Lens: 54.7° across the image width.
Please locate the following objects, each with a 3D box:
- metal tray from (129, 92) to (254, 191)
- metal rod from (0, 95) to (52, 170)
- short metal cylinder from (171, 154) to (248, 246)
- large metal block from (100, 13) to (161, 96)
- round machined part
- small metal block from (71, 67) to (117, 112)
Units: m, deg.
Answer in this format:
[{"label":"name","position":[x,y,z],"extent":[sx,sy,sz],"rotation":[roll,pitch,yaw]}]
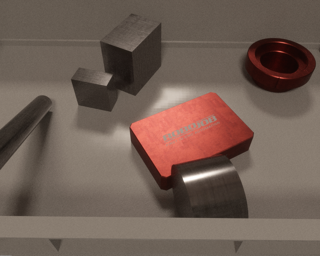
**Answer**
[{"label":"metal tray","position":[0.039,0.012,0.393],"extent":[0.131,0.030,0.090],"rotation":[-23,54,-19]},{"label":"metal rod","position":[-0.150,0.017,0.294],"extent":[0.025,0.025,0.300],"rotation":[-4,20,-4]},{"label":"short metal cylinder","position":[0.046,0.070,0.311],"extent":[0.050,0.080,0.080],"rotation":[-11,51,-10]},{"label":"large metal block","position":[-0.039,-0.109,0.460],"extent":[0.050,0.080,0.080],"rotation":[23,54,17]},{"label":"round machined part","position":[0.179,-0.092,0.474],"extent":[0.099,0.042,0.098],"rotation":[0,50,0]},{"label":"small metal block","position":[-0.090,-0.053,0.432],"extent":[0.050,0.050,0.025],"rotation":[12,51,9]}]
